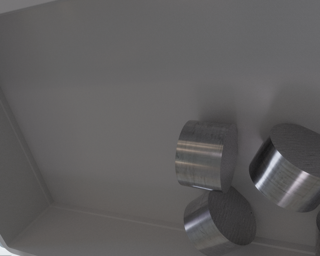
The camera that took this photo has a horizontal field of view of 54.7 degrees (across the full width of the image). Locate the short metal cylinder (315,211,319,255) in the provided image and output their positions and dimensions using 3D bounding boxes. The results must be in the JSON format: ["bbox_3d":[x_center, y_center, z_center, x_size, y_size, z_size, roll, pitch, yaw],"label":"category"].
[{"bbox_3d":[0.215,0.125,0.337,0.080,0.080,0.050,2,119,27],"label":"short metal cylinder"}]

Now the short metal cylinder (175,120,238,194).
[{"bbox_3d":[0.057,0.032,0.363,0.050,0.080,0.079,6,121,25],"label":"short metal cylinder"}]

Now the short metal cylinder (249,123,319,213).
[{"bbox_3d":[0.141,0.040,0.323,0.080,0.080,0.050,27,128,11],"label":"short metal cylinder"}]

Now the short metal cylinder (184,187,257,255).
[{"bbox_3d":[0.079,0.121,0.407,0.080,0.080,0.050,43,129,-2],"label":"short metal cylinder"}]
